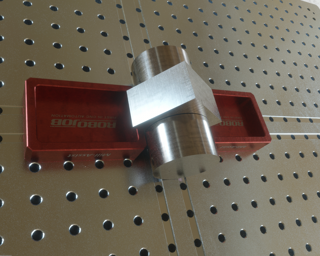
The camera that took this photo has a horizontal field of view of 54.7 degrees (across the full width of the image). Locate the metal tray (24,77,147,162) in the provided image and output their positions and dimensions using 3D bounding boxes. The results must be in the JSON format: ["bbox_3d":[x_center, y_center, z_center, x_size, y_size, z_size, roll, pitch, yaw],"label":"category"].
[{"bbox_3d":[-0.087,-0.009,0.363,0.131,0.030,0.090,1,61,-28],"label":"metal tray"}]

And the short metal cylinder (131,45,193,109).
[{"bbox_3d":[0.005,-0.064,0.414,0.081,0.080,0.050,1,61,-28],"label":"short metal cylinder"}]

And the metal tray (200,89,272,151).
[{"bbox_3d":[0.096,-0.012,0.464,0.131,0.030,0.090,1,61,-28],"label":"metal tray"}]

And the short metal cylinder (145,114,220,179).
[{"bbox_3d":[0.026,0.024,0.371,0.081,0.080,0.050,2,61,-28],"label":"short metal cylinder"}]

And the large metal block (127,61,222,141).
[{"bbox_3d":[0.019,-0.026,0.380,0.080,0.080,0.050,30,41,-54],"label":"large metal block"}]
